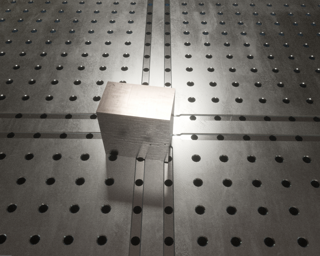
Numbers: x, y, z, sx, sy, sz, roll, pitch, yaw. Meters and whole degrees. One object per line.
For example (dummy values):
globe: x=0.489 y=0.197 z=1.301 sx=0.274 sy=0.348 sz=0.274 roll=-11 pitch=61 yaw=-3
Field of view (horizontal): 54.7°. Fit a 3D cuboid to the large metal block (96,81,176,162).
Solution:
large metal block: x=-0.026 y=-0.006 z=0.377 sx=0.080 sy=0.080 sz=0.050 roll=7 pitch=51 yaw=5
